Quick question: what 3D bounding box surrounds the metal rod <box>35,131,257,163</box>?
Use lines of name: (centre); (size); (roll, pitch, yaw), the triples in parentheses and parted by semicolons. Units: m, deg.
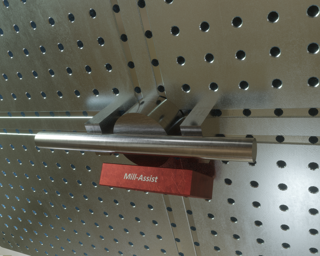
metal rod: (-0.039, 0.020, 0.379); (0.300, 0.025, 0.025); (1, 119, 28)

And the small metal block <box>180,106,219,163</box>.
small metal block: (0.050, 0.007, 0.374); (0.025, 0.050, 0.050); (-1, 118, 29)

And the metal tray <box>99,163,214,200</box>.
metal tray: (-0.004, 0.072, 0.419); (0.130, 0.090, 0.030); (1, 76, 28)

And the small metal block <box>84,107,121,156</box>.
small metal block: (-0.074, 0.004, 0.437); (0.025, 0.050, 0.050); (-1, 118, 29)

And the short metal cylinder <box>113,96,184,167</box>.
short metal cylinder: (-0.013, 0.005, 0.405); (0.080, 0.050, 0.079); (13, 124, 21)
